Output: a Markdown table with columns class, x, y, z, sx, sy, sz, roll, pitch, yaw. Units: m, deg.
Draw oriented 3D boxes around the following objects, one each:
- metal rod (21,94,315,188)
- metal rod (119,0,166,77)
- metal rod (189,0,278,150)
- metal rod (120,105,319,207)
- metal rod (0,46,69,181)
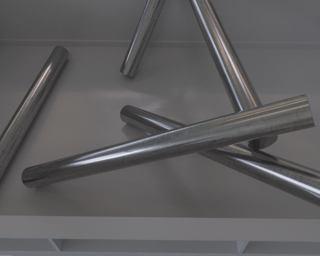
| class | x | y | z | sx | sy | sz | roll | pitch | yaw |
| --- | --- | --- | --- | --- | --- | --- | --- | --- | --- |
| metal rod | -0.020 | 0.022 | 0.292 | 0.300 | 0.025 | 0.025 | -15 | 45 | 27 |
| metal rod | 0.009 | -0.214 | 0.437 | 0.025 | 0.298 | 0.025 | 23 | 17 | -7 |
| metal rod | 0.062 | -0.106 | 0.350 | 0.025 | 0.025 | 0.300 | -7 | 53 | -6 |
| metal rod | 0.049 | 0.017 | 0.312 | 0.025 | 0.025 | 0.300 | -35 | 34 | -26 |
| metal rod | -0.184 | -0.011 | 0.412 | 0.025 | 0.025 | 0.300 | 7 | 50 | 5 |
